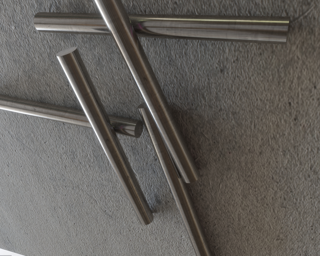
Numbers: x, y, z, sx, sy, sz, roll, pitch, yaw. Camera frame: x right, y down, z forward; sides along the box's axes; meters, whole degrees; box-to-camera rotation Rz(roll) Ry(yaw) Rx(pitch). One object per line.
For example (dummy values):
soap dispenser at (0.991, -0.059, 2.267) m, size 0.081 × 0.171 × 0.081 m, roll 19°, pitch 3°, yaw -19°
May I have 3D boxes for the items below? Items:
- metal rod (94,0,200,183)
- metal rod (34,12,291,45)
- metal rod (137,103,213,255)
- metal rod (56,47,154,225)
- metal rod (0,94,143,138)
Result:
metal rod at (-0.015, -0.053, 0.358) m, size 0.025 × 0.025 × 0.299 m, roll -8°, pitch 122°, yaw 32°
metal rod at (-0.018, -0.114, 0.345) m, size 0.301 × 0.025 × 0.025 m, roll 10°, pitch 123°, yaw 23°
metal rod at (0.032, 0.100, 0.451) m, size 0.025 × 0.025 × 0.299 m, roll -7°, pitch 115°, yaw 31°
metal rod at (-0.064, 0.032, 0.432) m, size 0.025 × 0.025 × 0.299 m, roll 0°, pitch 128°, yaw 28°
metal rod at (-0.166, -0.024, 0.479) m, size 0.301 × 0.025 × 0.025 m, roll 11°, pitch 123°, yaw 22°
